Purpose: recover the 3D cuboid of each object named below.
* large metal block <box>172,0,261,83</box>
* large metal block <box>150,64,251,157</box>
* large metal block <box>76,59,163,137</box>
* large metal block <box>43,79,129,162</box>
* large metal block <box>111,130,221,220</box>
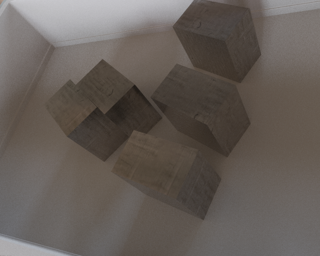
[{"bbox_3d":[0.075,-0.112,0.399,0.080,0.080,0.050,29,78,37],"label":"large metal block"},{"bbox_3d":[0.049,-0.020,0.356,0.080,0.080,0.050,29,78,37],"label":"large metal block"},{"bbox_3d":[-0.054,-0.036,0.419,0.050,0.080,0.080,-46,51,-4],"label":"large metal block"},{"bbox_3d":[-0.100,-0.010,0.427,0.050,0.080,0.080,-46,51,-3],"label":"large metal block"},{"bbox_3d":[0.010,0.051,0.333,0.080,0.080,0.050,16,70,34],"label":"large metal block"}]
